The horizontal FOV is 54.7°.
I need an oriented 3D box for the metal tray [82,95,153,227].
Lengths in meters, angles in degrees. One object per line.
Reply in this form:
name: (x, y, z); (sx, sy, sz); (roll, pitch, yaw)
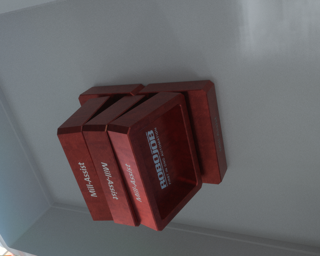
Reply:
metal tray: (-0.034, 0.037, 0.364); (0.030, 0.090, 0.129); (0, 116, 28)

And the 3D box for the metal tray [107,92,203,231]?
metal tray: (0.001, 0.036, 0.344); (0.030, 0.091, 0.129); (9, 124, 40)

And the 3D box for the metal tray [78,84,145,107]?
metal tray: (-0.051, 0.006, 0.433); (0.090, 0.030, 0.129); (0, 119, 28)

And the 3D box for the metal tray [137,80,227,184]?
metal tray: (0.030, 0.008, 0.392); (0.090, 0.030, 0.129); (0, 119, 28)

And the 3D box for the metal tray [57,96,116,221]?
metal tray: (-0.070, 0.037, 0.382); (0.030, 0.090, 0.129); (-6, 116, 17)
